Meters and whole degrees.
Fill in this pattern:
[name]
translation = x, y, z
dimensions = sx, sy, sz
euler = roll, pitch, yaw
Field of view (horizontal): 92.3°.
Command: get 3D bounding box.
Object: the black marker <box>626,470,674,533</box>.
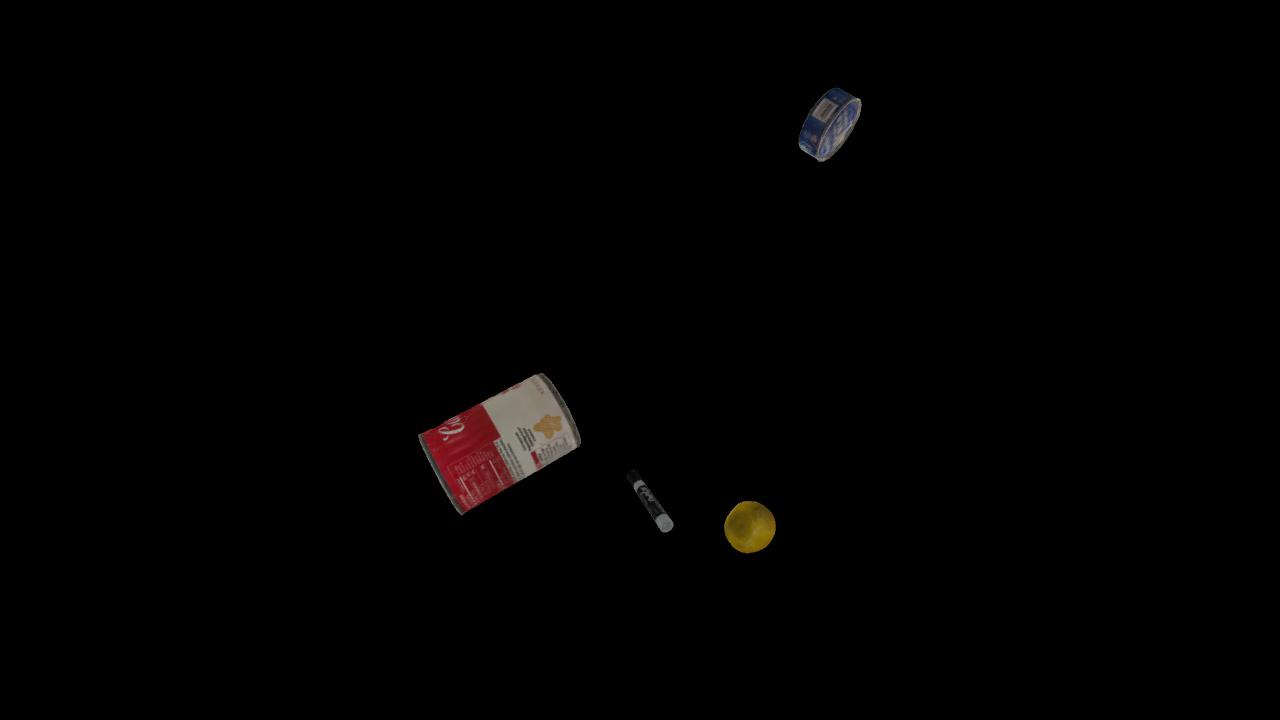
[black marker]
translation = 0.011, 0.184, 0.817
dimensions = 0.020, 0.020, 0.121
euler = 0, 23, -25

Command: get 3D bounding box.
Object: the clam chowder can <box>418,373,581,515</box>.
[clam chowder can]
translation = -0.104, 0.061, 0.464
dimensions = 0.102, 0.068, 0.068
euler = -28, 9, -17

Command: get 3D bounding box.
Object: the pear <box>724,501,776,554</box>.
[pear]
translation = 0.184, 0.262, 0.967
dimensions = 0.080, 0.080, 0.111
euler = 0, -9, 39

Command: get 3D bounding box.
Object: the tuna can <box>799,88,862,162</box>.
[tuna can]
translation = 0.237, -0.295, 0.772
dimensions = 0.034, 0.084, 0.084
euler = 41, 17, 21
